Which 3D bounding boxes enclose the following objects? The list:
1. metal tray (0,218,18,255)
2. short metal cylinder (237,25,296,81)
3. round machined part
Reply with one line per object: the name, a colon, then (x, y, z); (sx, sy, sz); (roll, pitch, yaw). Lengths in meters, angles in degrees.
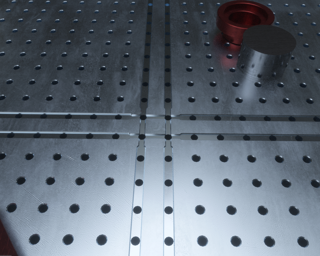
metal tray: (-0.184, 0.119, 0.274); (0.091, 0.030, 0.130); (-7, 42, -48)
short metal cylinder: (0.168, -0.121, 0.495); (0.081, 0.050, 0.080); (0, 50, 0)
round machined part: (0.149, -0.185, 0.553); (0.099, 0.042, 0.098); (0, 49, 0)
